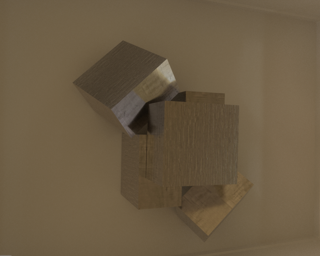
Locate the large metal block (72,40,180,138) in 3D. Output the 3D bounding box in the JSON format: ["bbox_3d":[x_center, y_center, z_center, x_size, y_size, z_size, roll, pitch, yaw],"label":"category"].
[{"bbox_3d":[-0.038,-0.047,0.358,0.080,0.080,0.050,-45,139,-15],"label":"large metal block"}]

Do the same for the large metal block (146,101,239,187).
[{"bbox_3d":[0.033,0.015,0.322,0.081,0.050,0.080,2,90,-20],"label":"large metal block"}]

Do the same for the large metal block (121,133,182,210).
[{"bbox_3d":[-0.013,0.047,0.375,0.050,0.080,0.080,1,90,-20],"label":"large metal block"}]

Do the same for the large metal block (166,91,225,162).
[{"bbox_3d":[0.038,-0.001,0.392,0.050,0.080,0.080,1,90,-20],"label":"large metal block"}]

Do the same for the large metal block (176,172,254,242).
[{"bbox_3d":[0.067,0.094,0.396,0.080,0.080,0.050,-43,69,-15],"label":"large metal block"}]
